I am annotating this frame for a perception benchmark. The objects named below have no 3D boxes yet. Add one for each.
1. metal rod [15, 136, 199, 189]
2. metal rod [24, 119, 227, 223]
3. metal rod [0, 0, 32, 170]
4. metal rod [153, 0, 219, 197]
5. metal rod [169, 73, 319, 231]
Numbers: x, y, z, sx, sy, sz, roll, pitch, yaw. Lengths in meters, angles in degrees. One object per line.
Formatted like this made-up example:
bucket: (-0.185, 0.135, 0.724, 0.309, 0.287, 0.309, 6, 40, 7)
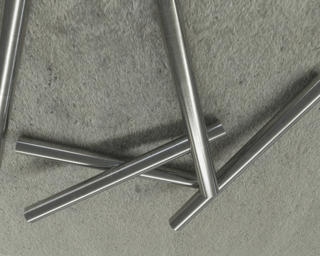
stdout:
metal rod: (-0.050, 0.056, 0.454, 0.302, 0.025, 0.025, 13, 129, -11)
metal rod: (-0.052, 0.063, 0.428, 0.301, 0.025, 0.025, -25, 127, 7)
metal rod: (-0.184, -0.048, 0.364, 0.025, 0.025, 0.298, 19, 128, -16)
metal rod: (0.032, -0.036, 0.350, 0.025, 0.025, 0.298, -11, 122, 9)
metal rod: (0.109, 0.048, 0.425, 0.025, 0.025, 0.299, 28, 118, -22)
